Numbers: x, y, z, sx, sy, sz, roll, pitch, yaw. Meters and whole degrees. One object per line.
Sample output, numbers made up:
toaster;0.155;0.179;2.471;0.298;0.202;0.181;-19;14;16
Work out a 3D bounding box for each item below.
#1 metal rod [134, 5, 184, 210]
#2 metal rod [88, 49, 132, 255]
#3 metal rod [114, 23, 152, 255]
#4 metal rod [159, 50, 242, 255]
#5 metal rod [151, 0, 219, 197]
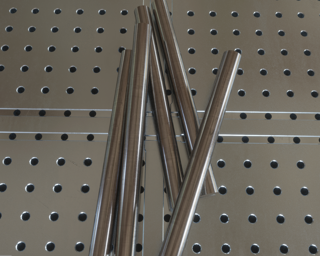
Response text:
metal rod;-0.002;-0.042;0.426;0.025;0.025;0.299;-9;70;-4
metal rod;-0.058;0.033;0.399;0.025;0.025;0.299;5;70;1
metal rod;-0.032;0.003;0.396;0.025;0.025;0.299;3;75;1
metal rod;0.049;0.037;0.371;0.025;0.025;0.299;18;72;6
metal rod;0.030;-0.055;0.432;0.025;0.025;0.299;-11;70;-4
